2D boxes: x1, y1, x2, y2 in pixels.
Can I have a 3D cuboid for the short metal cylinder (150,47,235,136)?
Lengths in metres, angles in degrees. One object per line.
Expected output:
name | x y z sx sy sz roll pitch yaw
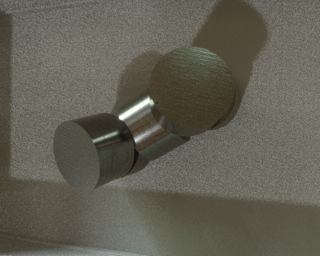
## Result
short metal cylinder | 0.030 -0.035 0.315 0.081 0.050 0.080 1 78 -2

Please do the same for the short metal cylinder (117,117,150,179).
short metal cylinder | -0.055 0.025 0.414 0.080 0.050 0.079 0 90 19

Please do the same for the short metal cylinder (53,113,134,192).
short metal cylinder | -0.076 0.026 0.353 0.080 0.050 0.079 12 110 37

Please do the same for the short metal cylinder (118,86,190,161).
short metal cylinder | -0.006 -0.007 0.381 0.050 0.080 0.080 -31 80 17

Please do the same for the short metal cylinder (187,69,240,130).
short metal cylinder | 0.054 -0.037 0.376 0.080 0.050 0.079 0 90 19
